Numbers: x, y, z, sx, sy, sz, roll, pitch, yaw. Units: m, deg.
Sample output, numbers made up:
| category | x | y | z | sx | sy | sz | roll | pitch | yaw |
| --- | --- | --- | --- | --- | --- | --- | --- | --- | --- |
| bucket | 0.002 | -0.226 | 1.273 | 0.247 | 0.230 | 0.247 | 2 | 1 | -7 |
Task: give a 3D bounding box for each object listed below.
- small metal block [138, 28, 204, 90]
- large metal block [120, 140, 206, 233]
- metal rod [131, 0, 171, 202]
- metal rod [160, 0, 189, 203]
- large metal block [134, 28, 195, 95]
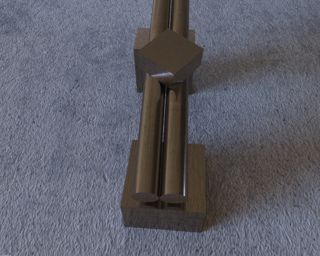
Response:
| category | x | y | z | sx | sy | sz | roll | pitch | yaw |
| --- | --- | --- | --- | --- | --- | --- | --- | --- | --- |
| small metal block | 0.012 | -0.077 | 0.343 | 0.050 | 0.025 | 0.050 | 37 | 64 | 20 |
| large metal block | 0.006 | 0.062 | 0.336 | 0.080 | 0.050 | 0.080 | 4 | 50 | 3 |
| metal rod | -0.005 | -0.062 | 0.362 | 0.025 | 0.025 | 0.300 | 3 | 57 | 2 |
| metal rod | 0.021 | -0.061 | 0.362 | 0.025 | 0.025 | 0.300 | 3 | 57 | 2 |
| large metal block | 0.007 | -0.095 | 0.449 | 0.080 | 0.080 | 0.050 | 3 | 50 | 2 |
